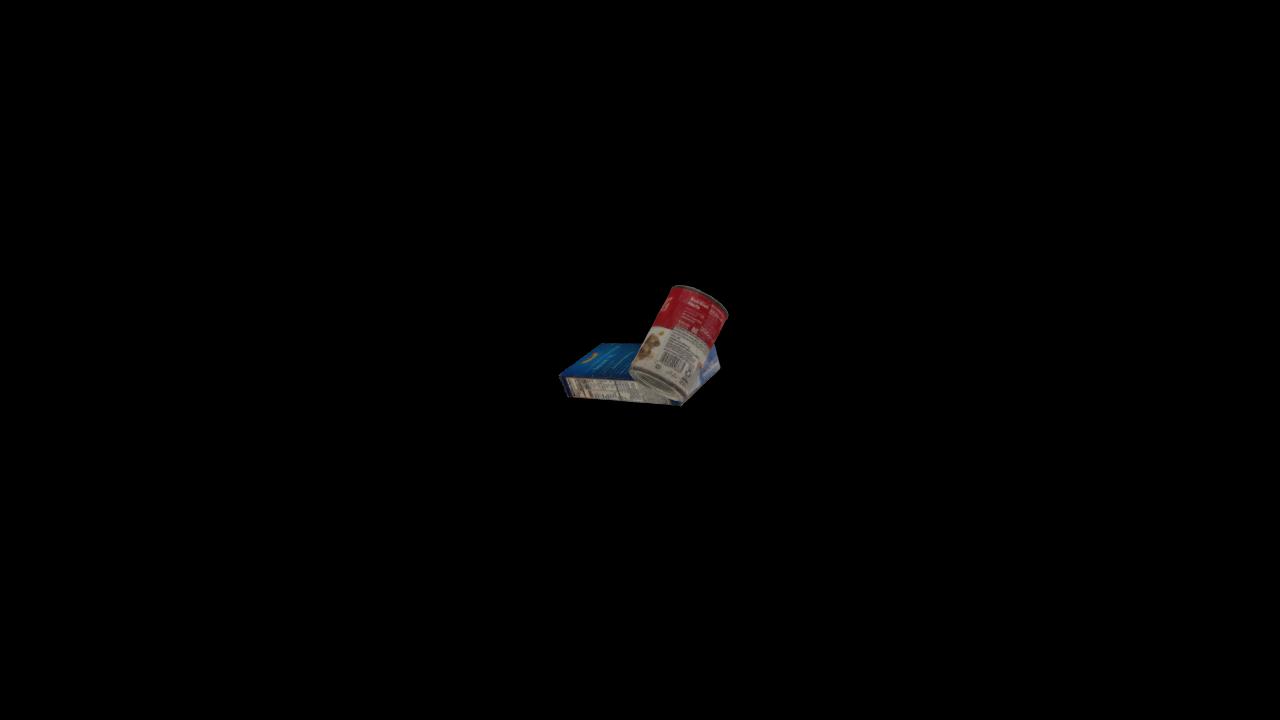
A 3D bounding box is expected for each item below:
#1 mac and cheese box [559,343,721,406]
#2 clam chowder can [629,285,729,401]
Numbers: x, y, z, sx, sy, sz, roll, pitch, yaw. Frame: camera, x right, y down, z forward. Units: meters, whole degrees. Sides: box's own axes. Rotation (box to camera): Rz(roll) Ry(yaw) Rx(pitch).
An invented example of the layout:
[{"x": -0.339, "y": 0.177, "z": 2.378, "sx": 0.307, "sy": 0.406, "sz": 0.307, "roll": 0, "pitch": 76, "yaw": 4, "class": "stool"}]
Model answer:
[{"x": -0.003, "y": 0.014, "z": 0.762, "sx": 0.184, "sy": 0.041, "sz": 0.093, "roll": 1, "pitch": 30, "yaw": 41, "class": "mac and cheese box"}, {"x": 0.040, "y": -0.016, "z": 0.635, "sx": 0.068, "sy": 0.102, "sz": 0.068, "roll": 26, "pitch": -13, "yaw": 7, "class": "clam chowder can"}]
